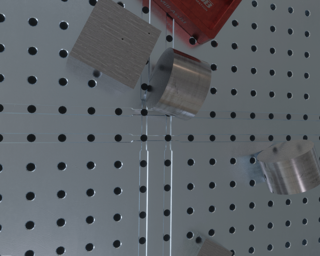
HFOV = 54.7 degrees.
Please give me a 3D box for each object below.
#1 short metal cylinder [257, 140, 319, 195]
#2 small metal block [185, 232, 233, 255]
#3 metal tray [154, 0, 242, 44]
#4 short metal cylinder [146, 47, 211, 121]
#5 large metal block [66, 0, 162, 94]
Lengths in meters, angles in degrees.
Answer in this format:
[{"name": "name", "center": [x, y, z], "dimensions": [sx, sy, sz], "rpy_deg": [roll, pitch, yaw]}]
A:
[{"name": "short metal cylinder", "center": [0.190, 0.056, 0.454], "dimensions": [0.081, 0.080, 0.050], "rpy_deg": [-24, 98, -18]}, {"name": "small metal block", "center": [0.066, 0.184, 0.437], "dimensions": [0.050, 0.025, 0.050], "rpy_deg": [33, 79, -17]}, {"name": "metal tray", "center": [0.043, -0.193, 0.425], "dimensions": [0.130, 0.030, 0.090], "rpy_deg": [39, 78, -16]}, {"name": "short metal cylinder", "center": [0.021, -0.054, 0.391], "dimensions": [0.050, 0.080, 0.080], "rpy_deg": [17, 84, -19]}, {"name": "large metal block", "center": [-0.057, -0.098, 0.378], "dimensions": [0.080, 0.050, 0.080], "rpy_deg": [27, 81, -18]}]
